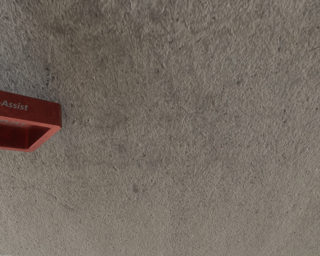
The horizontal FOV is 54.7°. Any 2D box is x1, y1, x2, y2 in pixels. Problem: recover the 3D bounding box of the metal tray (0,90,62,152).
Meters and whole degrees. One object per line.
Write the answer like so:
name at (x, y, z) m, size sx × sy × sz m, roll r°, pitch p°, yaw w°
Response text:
metal tray at (-0.191, -0.008, 0.348) m, size 0.131 × 0.030 × 0.090 m, roll 12°, pitch 148°, yaw -41°
